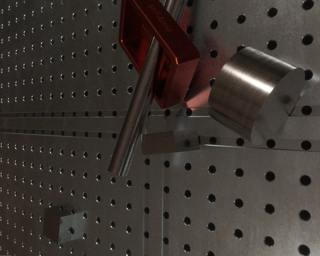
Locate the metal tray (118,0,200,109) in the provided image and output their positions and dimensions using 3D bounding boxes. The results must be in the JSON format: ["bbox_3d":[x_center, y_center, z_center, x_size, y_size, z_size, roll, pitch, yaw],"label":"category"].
[{"bbox_3d":[-0.008,-0.100,0.382,0.130,0.030,0.089,58,155,23],"label":"metal tray"}]

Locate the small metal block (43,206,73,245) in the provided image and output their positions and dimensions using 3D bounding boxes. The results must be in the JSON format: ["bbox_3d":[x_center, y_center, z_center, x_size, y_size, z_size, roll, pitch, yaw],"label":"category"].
[{"bbox_3d":[-0.184,0.174,0.558,0.050,0.025,0.050,11,97,39],"label":"small metal block"}]

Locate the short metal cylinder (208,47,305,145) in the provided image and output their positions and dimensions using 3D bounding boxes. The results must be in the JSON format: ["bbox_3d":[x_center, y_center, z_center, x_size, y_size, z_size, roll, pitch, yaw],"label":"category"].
[{"bbox_3d":[0.092,-0.030,0.297,0.050,0.081,0.079,37,113,33],"label":"short metal cylinder"}]

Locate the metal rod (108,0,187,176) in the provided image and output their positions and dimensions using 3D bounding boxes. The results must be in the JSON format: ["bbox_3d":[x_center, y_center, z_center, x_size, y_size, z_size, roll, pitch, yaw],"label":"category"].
[{"bbox_3d":[-0.004,-0.086,0.378,0.025,0.025,0.298,21,93,38],"label":"metal rod"}]

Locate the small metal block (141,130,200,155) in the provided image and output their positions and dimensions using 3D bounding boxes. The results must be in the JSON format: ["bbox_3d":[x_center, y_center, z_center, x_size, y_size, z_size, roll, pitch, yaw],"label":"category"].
[{"bbox_3d":[0.013,0.018,0.381,0.050,0.050,0.025,-9,85,39],"label":"small metal block"}]
